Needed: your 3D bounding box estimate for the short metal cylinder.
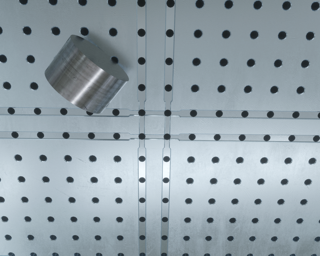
[{"bbox_3d":[-0.084,-0.062,0.360,0.080,0.080,0.050,38,106,-13],"label":"short metal cylinder"}]
